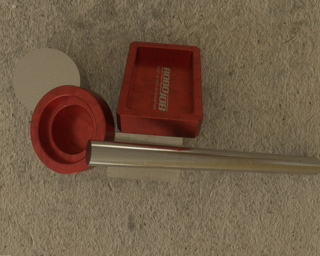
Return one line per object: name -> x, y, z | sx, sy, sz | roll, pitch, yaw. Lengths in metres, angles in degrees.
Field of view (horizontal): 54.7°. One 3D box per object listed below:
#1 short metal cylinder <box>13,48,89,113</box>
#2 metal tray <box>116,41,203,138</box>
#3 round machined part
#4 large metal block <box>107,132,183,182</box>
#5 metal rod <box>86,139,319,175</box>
short metal cylinder -> -0.136, -0.056, 0.397 | 0.081, 0.050, 0.079 | 0, 90, -1
metal tray -> 0.003, -0.051, 0.371 | 0.091, 0.030, 0.130 | 5, 50, 0
round machined part -> -0.095, 0.002, 0.357 | 0.098, 0.042, 0.097 | 0, 89, 19
large metal block -> -0.017, 0.032, 0.383 | 0.081, 0.080, 0.050 | 5, 90, -1
metal rod -> 0.070, 0.037, 0.353 | 0.302, 0.025, 0.025 | 6, 90, -25
